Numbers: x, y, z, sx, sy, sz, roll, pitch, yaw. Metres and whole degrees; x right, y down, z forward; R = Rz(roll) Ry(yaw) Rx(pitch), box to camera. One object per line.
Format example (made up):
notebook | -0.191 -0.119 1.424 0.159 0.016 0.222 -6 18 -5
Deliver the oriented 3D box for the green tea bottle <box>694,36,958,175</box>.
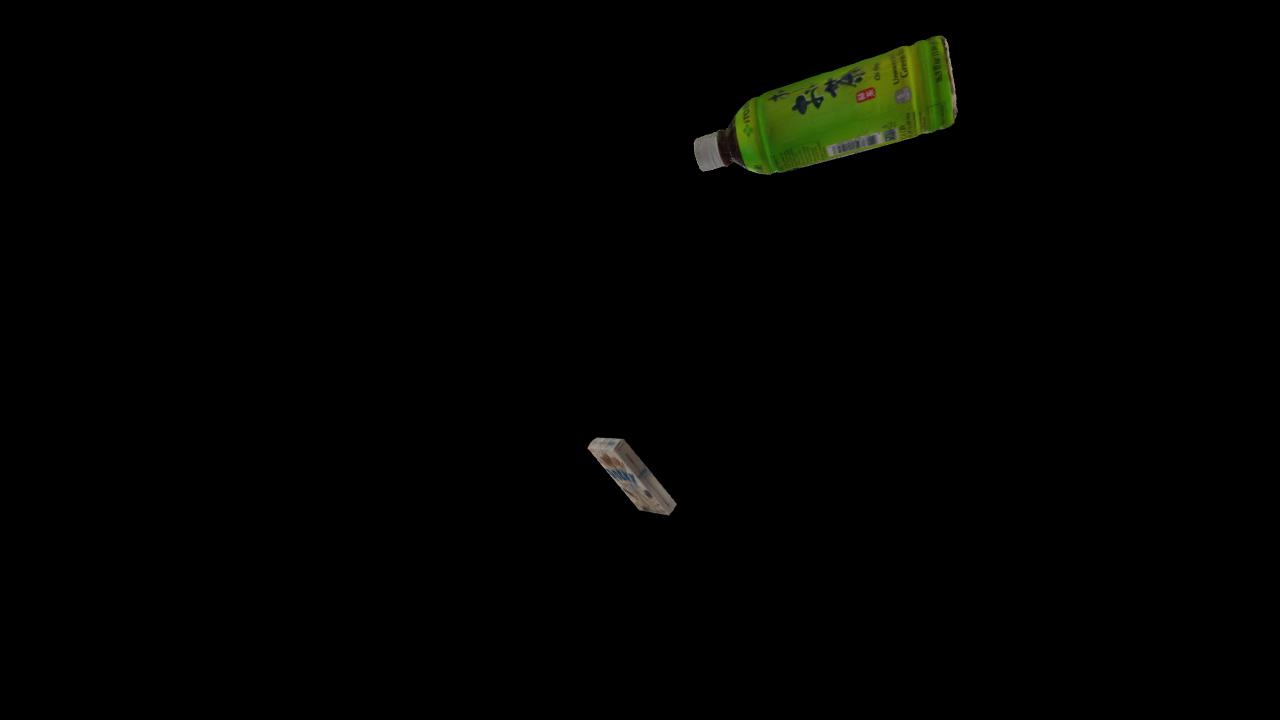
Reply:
green tea bottle | 0.149 -0.202 0.523 0.212 0.073 0.073 -10 -4 25

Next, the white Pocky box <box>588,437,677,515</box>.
white Pocky box | -0.013 0.188 0.998 0.084 0.154 0.028 -8 34 54
